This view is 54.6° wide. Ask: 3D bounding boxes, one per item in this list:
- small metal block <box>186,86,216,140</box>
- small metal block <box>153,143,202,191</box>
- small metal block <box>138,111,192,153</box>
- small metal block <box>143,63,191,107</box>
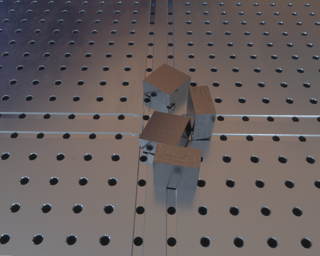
[{"bbox_3d":[0.053,-0.020,0.409,0.025,0.050,0.050,-5,50,-4],"label":"small metal block"},{"bbox_3d":[0.019,0.046,0.353,0.050,0.050,0.025,7,51,6],"label":"small metal block"},{"bbox_3d":[0.008,0.008,0.396,0.050,0.025,0.050,12,51,21],"label":"small metal block"},{"bbox_3d":[0.010,-0.065,0.462,0.050,0.025,0.050,32,57,24],"label":"small metal block"}]
